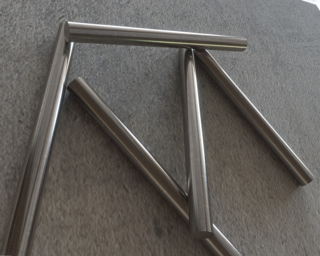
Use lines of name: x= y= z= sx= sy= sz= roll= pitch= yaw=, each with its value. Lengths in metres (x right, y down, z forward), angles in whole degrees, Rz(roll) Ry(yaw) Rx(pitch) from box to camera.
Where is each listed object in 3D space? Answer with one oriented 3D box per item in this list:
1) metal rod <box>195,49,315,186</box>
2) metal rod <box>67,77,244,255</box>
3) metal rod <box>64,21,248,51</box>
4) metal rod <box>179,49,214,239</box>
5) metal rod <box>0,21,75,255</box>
metal rod: x=0.137 y=-0.034 z=0.500 sx=0.025 sy=0.025 sz=0.300 roll=-32 pitch=80 yaw=-38
metal rod: x=-0.004 y=0.056 z=0.368 sx=0.300 sy=0.025 sz=0.025 roll=48 pitch=51 yaw=5
metal rod: x=0.014 y=-0.132 z=0.460 sx=0.303 sy=0.025 sz=0.025 roll=-6 pitch=65 yaw=-31
metal rod: x=0.043 y=-0.007 z=0.414 sx=0.025 sy=0.025 sz=0.300 roll=16 pitch=49 yaw=-20
metal rod: x=-0.125 y=-0.007 z=0.341 sx=0.025 sy=0.025 sz=0.299 roll=14 pitch=56 yaw=-21
